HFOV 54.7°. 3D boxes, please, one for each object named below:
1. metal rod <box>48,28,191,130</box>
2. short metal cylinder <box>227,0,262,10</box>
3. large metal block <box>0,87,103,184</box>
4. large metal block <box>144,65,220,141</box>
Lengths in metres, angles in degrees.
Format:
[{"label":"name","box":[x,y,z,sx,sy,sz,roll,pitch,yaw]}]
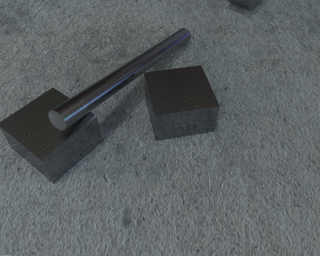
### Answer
[{"label":"metal rod","box":[-0.034,-0.085,0.436,0.025,0.025,0.302,25,43,19]},{"label":"short metal cylinder","box":[0.172,-0.277,0.602,0.050,0.080,0.080,31,57,23]},{"label":"large metal block","box":[-0.131,0.007,0.381,0.080,0.050,0.080,32,57,23]},{"label":"large metal block","box":[0.026,-0.035,0.417,0.081,0.050,0.080,-9,51,-8]}]
